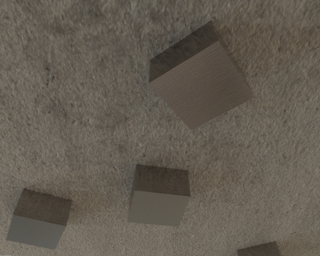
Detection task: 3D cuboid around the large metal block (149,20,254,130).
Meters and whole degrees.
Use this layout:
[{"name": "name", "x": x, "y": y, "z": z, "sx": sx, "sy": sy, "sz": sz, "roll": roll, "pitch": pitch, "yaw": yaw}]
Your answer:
[{"name": "large metal block", "x": 0.045, "y": -0.056, "z": 0.344, "sx": 0.080, "sy": 0.050, "sz": 0.080, "roll": -29, "pitch": 125, "yaw": 22}]

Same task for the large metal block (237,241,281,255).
[{"name": "large metal block", "x": 0.213, "y": 0.283, "z": 0.636, "sx": 0.080, "sy": 0.050, "sz": 0.080, "roll": -20, "pitch": 128, "yaw": 16}]

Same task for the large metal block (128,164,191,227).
[{"name": "large metal block", "x": -0.003, "y": 0.106, "z": 0.481, "sx": 0.081, "sy": 0.050, "sz": 0.079, "roll": 8, "pitch": 130, "yaw": -7}]

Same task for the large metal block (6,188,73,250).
[{"name": "large metal block", "x": -0.202, "y": 0.154, "z": 0.519, "sx": 0.081, "sy": 0.050, "sz": 0.079, "roll": 19, "pitch": 128, "yaw": -16}]
